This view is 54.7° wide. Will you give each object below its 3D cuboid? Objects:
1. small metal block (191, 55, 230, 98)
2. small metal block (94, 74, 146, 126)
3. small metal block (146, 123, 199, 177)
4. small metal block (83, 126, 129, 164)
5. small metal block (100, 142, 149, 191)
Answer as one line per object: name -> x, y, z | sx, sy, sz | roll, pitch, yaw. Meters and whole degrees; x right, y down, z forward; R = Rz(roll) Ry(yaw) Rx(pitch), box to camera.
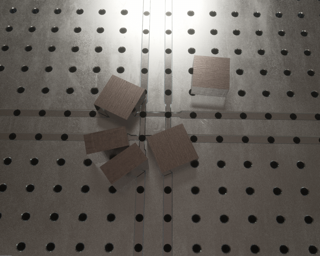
small metal block -> 0.071, -0.073, 0.439 | 0.050, 0.025, 0.050 | 5, 70, 1
small metal block -> -0.054, -0.038, 0.425 | 0.050, 0.025, 0.050 | 26, 72, 8
small metal block -> 0.016, 0.029, 0.401 | 0.050, 0.025, 0.050 | -21, 72, -8
small metal block -> -0.064, 0.023, 0.389 | 0.050, 0.050, 0.025 | -12, 71, -5
small metal block -> -0.042, 0.049, 0.380 | 0.050, 0.050, 0.025 | -35, 74, -12
